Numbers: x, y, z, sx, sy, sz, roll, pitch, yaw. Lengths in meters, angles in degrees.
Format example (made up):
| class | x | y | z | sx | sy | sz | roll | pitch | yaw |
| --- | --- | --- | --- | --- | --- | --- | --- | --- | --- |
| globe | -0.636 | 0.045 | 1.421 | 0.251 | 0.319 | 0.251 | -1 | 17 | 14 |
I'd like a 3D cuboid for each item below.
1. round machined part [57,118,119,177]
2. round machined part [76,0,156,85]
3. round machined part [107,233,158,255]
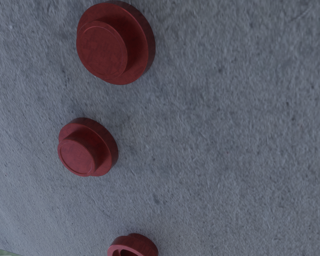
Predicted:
| class | x | y | z | sx | sy | sz | roll | pitch | yaw |
| --- | --- | --- | --- | --- | --- | --- | --- | --- | --- |
| round machined part | -0.117 | 0.036 | 0.478 | 0.098 | 0.042 | 0.097 | 13 | 124 | 20 |
| round machined part | -0.058 | -0.096 | 0.366 | 0.098 | 0.042 | 0.097 | 13 | 124 | 20 |
| round machined part | -0.042 | 0.230 | 0.558 | 0.098 | 0.042 | 0.097 | 13 | 124 | 20 |
